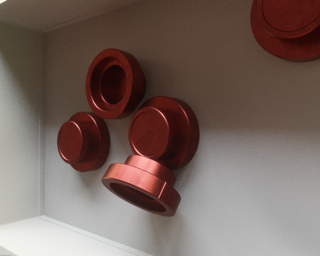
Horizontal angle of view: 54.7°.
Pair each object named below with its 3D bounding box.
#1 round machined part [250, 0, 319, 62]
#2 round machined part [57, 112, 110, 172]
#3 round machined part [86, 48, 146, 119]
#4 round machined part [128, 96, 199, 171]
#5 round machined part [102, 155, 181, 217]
[{"bbox_3d":[0.130,-0.113,0.287,0.098,0.042,0.097,0,90,39],"label":"round machined part"},{"bbox_3d":[-0.129,0.022,0.499,0.098,0.042,0.097,0,90,39],"label":"round machined part"},{"bbox_3d":[-0.059,-0.061,0.442,0.098,0.042,0.097,0,90,39],"label":"round machined part"},{"bbox_3d":[-0.002,0.008,0.396,0.098,0.042,0.097,0,90,39],"label":"round machined part"},{"bbox_3d":[-0.019,0.069,0.386,0.098,0.098,0.042,3,56,39],"label":"round machined part"}]
